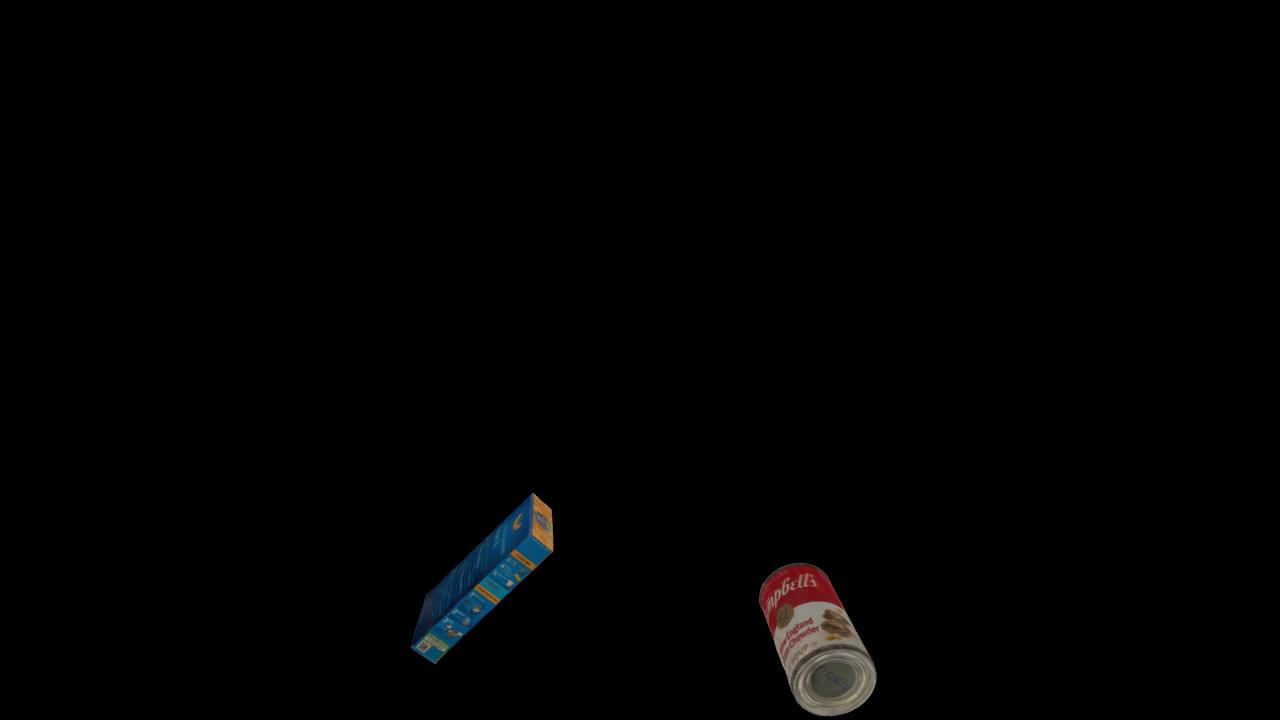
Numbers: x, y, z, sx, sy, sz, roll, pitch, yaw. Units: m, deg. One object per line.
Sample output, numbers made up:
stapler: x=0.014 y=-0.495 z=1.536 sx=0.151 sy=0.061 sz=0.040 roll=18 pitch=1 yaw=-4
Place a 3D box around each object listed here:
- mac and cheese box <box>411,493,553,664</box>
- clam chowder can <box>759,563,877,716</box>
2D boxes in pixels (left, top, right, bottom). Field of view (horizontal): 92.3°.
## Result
mac and cheese box: x=-0.175 y=0.243 z=0.696 sx=0.041 sy=0.184 sz=0.093 roll=45 pitch=6 yaw=-16
clam chowder can: x=0.144 y=0.228 z=0.509 sx=0.068 sy=0.068 sz=0.102 roll=0 pitch=18 yaw=-4
